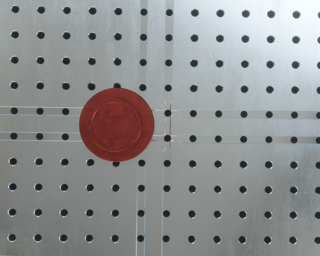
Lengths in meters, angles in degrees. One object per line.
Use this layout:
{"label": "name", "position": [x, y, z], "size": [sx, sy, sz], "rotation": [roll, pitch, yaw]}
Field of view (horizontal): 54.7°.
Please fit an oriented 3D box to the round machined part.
{"label": "round machined part", "position": [-0.057, -0.004, 0.404], "size": [0.099, 0.042, 0.097], "rotation": [0, 90, -1]}
